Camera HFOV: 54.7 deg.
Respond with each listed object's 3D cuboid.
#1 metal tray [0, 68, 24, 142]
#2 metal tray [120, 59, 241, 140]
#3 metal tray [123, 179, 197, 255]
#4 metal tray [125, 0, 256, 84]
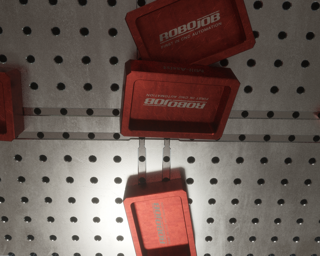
[{"bbox_3d":[-0.248,-0.034,0.394,0.131,0.030,0.089,4,110,-2],"label":"metal tray"},{"bbox_3d":[0.020,-0.031,0.375,0.131,0.030,0.089,2,127,-12],"label":"metal tray"},{"bbox_3d":[0.002,0.145,0.464,0.091,0.030,0.129,-9,110,3],"label":"metal tray"},{"bbox_3d":[0.036,-0.116,0.368,0.130,0.030,0.090,-21,109,7],"label":"metal tray"}]
